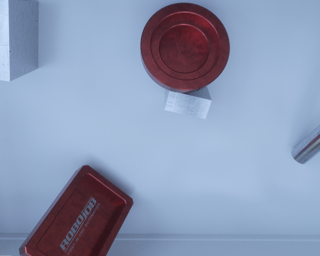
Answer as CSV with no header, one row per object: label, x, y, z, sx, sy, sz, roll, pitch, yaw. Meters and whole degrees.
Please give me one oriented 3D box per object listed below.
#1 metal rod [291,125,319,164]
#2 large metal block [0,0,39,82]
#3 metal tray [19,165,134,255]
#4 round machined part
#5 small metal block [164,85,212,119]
metal rod,0.239,-0.053,0.323,0.025,0.025,0.298,18,137,-7
large metal block,-0.174,-0.102,0.342,0.050,0.080,0.079,8,110,-3
metal tray,-0.102,0.125,0.403,0.090,0.130,0.030,41,139,-14
round machined part,0.027,-0.088,0.358,0.099,0.042,0.097,0,86,-5
small metal block,0.033,-0.038,0.383,0.050,0.050,0.025,13,116,-5
